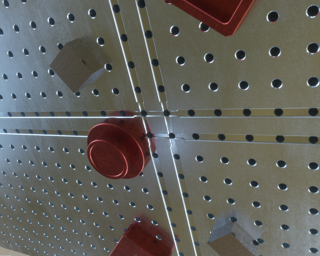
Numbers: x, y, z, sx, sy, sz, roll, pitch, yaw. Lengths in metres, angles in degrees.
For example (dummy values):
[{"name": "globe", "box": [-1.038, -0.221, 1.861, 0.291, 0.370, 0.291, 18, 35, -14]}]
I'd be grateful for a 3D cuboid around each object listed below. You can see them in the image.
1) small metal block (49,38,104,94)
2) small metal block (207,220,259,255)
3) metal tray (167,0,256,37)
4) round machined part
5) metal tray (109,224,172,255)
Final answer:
[{"name": "small metal block", "box": [-0.113, -0.083, 0.420, 0.050, 0.025, 0.050, 49, 129, -7]}, {"name": "small metal block", "box": [0.108, 0.172, 0.460, 0.050, 0.025, 0.050, 44, 129, -3]}, {"name": "metal tray", "box": [0.037, -0.159, 0.290, 0.130, 0.030, 0.089, 34, 129, 6]}, {"name": "round machined part", "box": [-0.068, 0.037, 0.459, 0.098, 0.042, 0.097, 13, 124, 21]}, {"name": "metal tray", "box": [-0.044, 0.246, 0.584, 0.090, 0.030, 0.129, 34, 129, 5]}]
